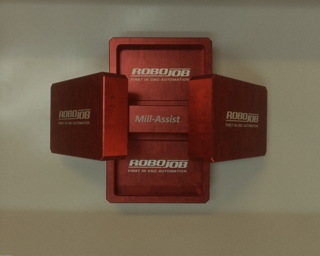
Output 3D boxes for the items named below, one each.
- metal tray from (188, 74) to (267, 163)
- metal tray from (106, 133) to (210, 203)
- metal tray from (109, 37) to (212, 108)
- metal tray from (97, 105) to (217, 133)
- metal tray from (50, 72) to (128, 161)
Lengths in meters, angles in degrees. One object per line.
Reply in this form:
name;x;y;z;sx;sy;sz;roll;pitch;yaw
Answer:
metal tray;0.084;-0.009;0.364;0.030;0.131;0.089;1;90;42
metal tray;-0.002;0.050;0.405;0.131;0.030;0.089;0;90;-1
metal tray;0.001;-0.070;0.407;0.131;0.030;0.089;0;91;-1
metal tray;-0.003;-0.010;0.377;0.131;0.090;0.030;0;90;-1
metal tray;-0.088;-0.012;0.363;0.030;0.130;0.089;1;90;-42
